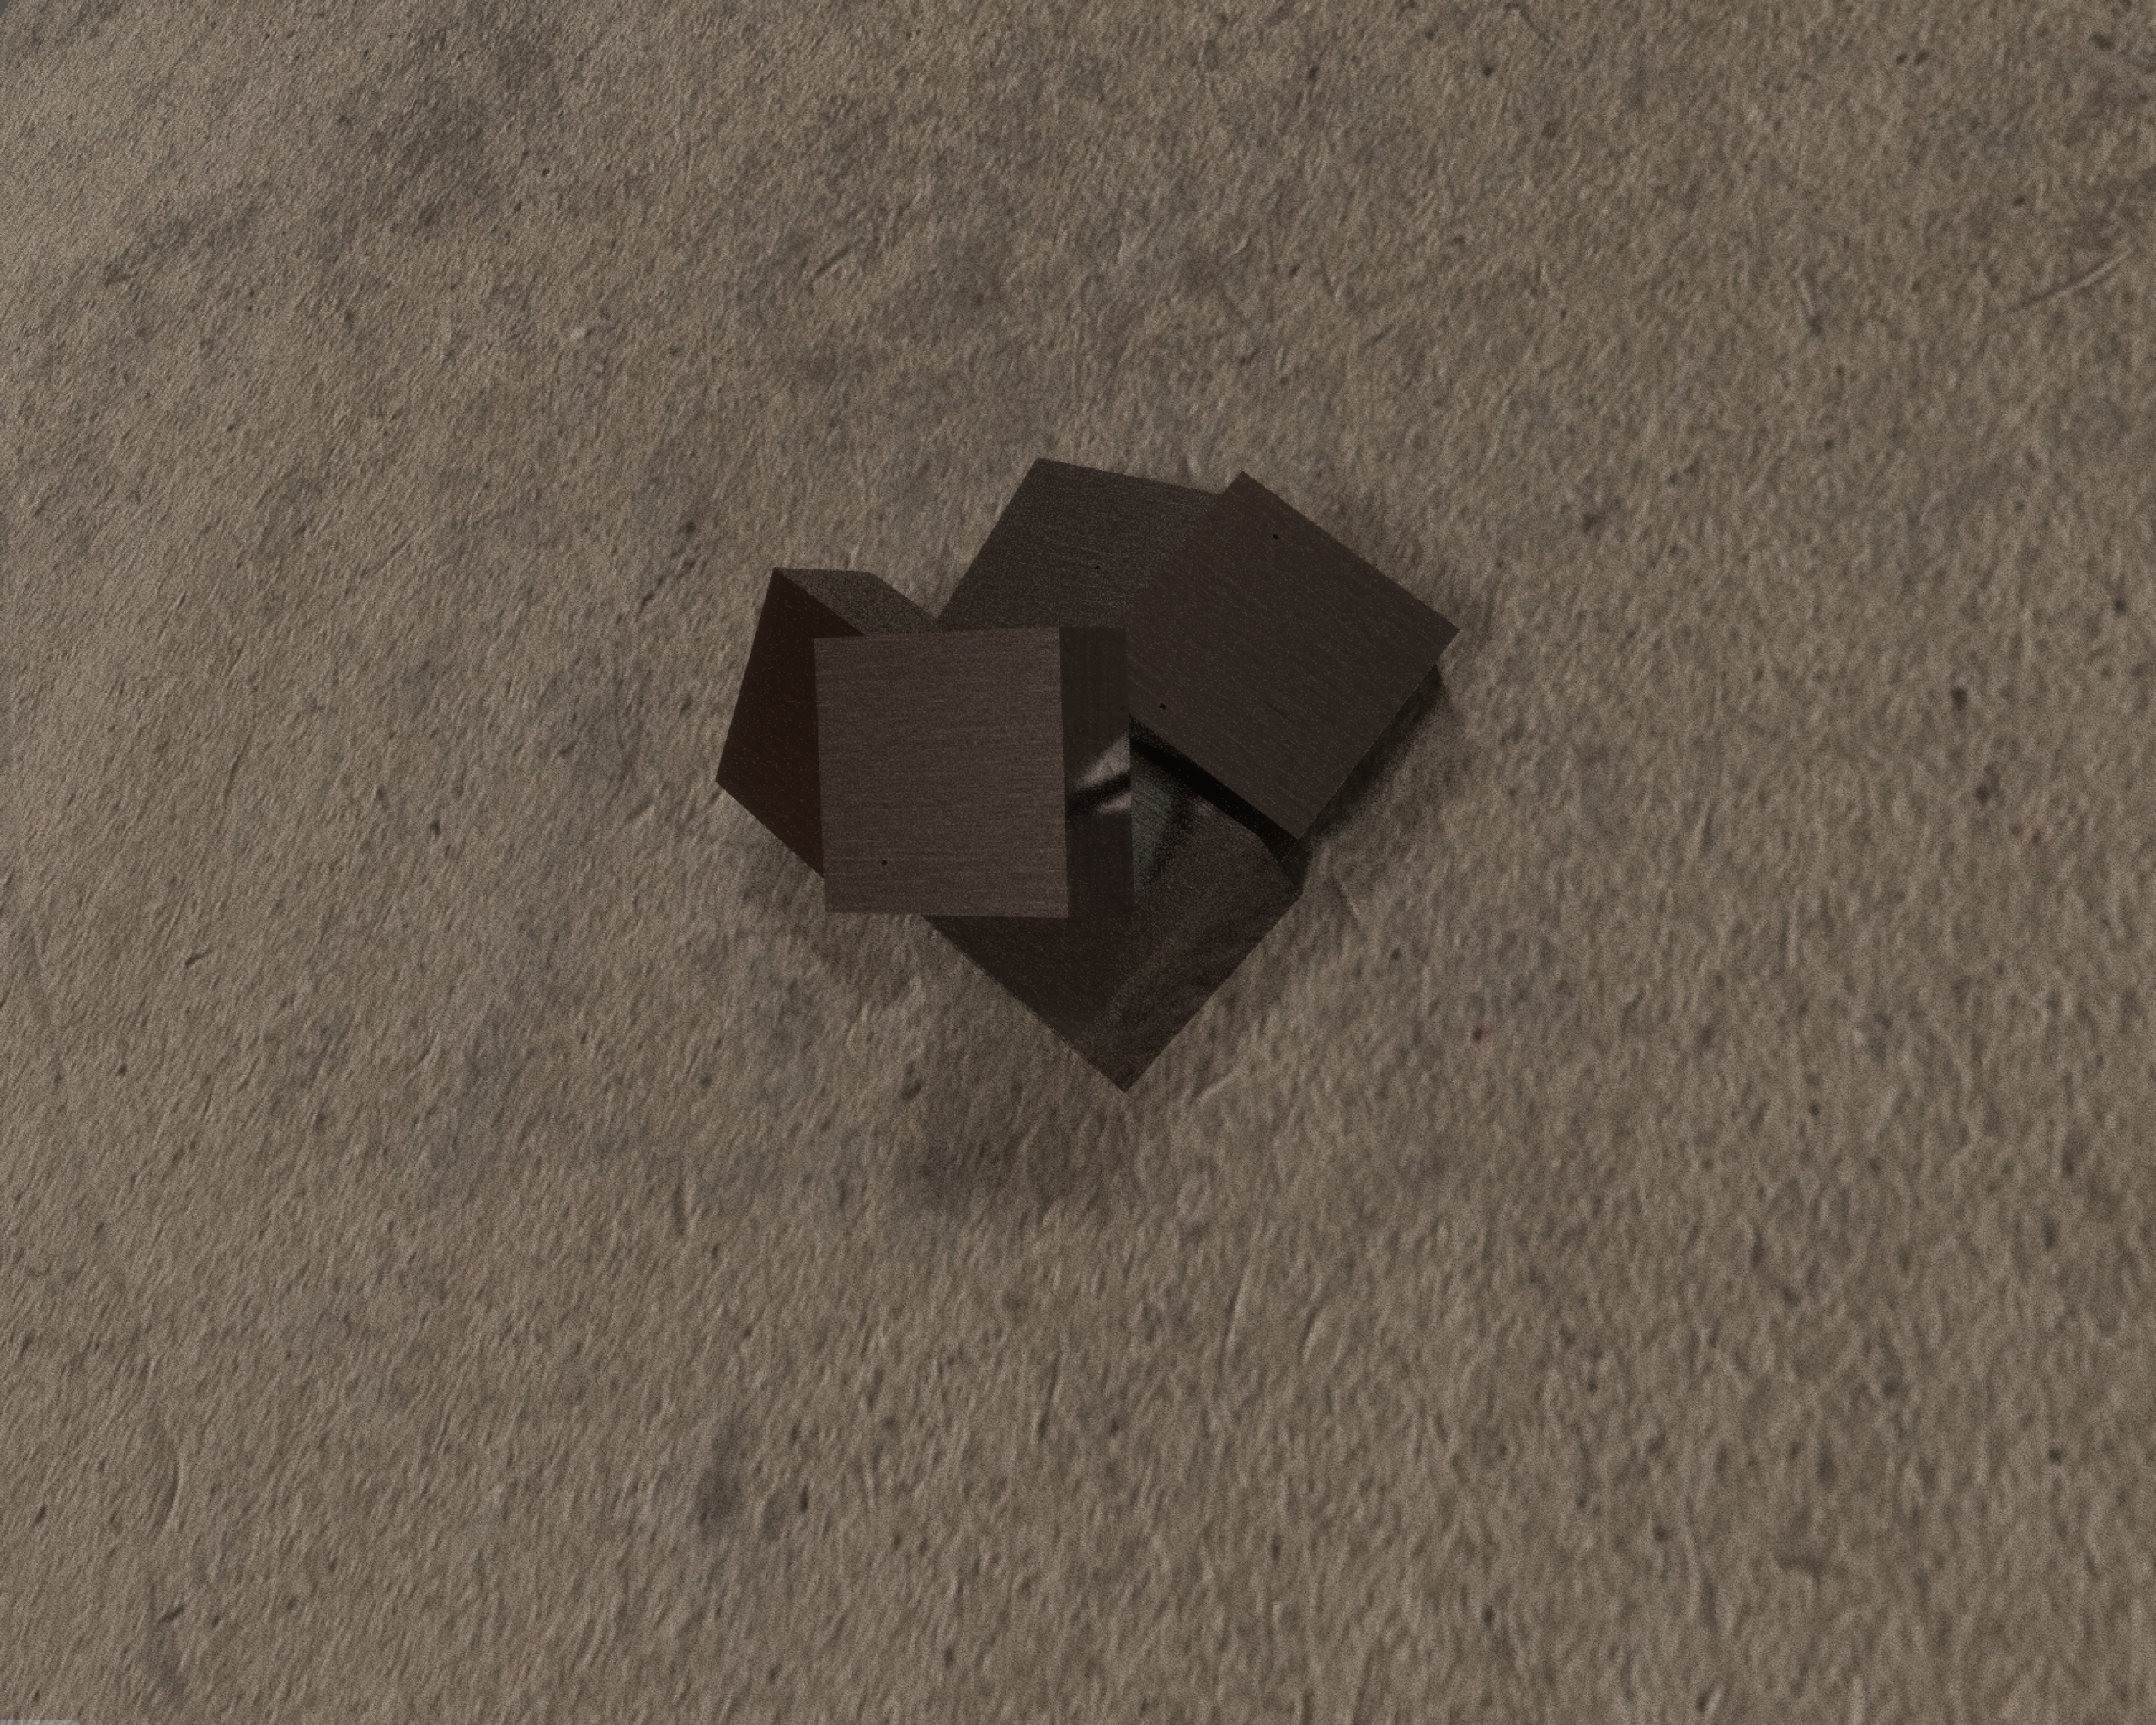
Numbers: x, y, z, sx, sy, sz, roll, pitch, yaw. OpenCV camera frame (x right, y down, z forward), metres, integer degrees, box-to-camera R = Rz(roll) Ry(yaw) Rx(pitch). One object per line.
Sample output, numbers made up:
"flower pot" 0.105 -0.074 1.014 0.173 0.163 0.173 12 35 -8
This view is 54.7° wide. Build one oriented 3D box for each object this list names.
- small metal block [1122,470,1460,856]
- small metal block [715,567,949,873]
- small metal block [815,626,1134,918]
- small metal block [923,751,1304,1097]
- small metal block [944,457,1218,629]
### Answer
"small metal block" 0.035 -0.037 0.394 0.050 0.025 0.050 37 81 4
"small metal block" -0.045 -0.027 0.429 0.050 0.025 0.050 38 119 37
"small metal block" -0.019 -0.016 0.377 0.050 0.025 0.050 0 94 28
"small metal block" 0.005 0.008 0.397 0.050 0.025 0.050 -48 52 -6
"small metal block" 0.004 -0.053 0.435 0.050 0.025 0.050 19 71 35
